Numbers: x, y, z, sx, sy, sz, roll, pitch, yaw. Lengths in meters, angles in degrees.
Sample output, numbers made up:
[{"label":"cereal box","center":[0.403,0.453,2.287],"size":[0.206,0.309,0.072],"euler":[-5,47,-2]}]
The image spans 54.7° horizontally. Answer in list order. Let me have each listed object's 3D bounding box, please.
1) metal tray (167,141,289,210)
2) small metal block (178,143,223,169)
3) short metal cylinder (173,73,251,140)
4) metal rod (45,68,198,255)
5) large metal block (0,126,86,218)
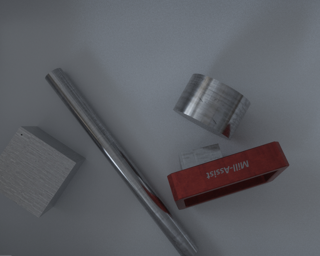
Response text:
[{"label":"metal tray","center":[0.079,0.062,0.377],"size":[0.131,0.090,0.030],"euler":[-17,68,-1]},{"label":"small metal block","center":[0.052,0.045,0.397],"size":[0.050,0.050,0.025],"euler":[-14,67,0]},{"label":"short metal cylinder","center":[0.064,-0.026,0.385],"size":[0.080,0.080,0.050],"euler":[29,90,-1]},{"label":"metal rod","center":[-0.050,0.047,0.410],"size":[0.025,0.025,0.299],"euler":[-37,90,0]},{"label":"large metal block","center":[-0.157,0.053,0.397],"size":[0.080,0.050,0.080],"euler":[34,90,-1]}]
